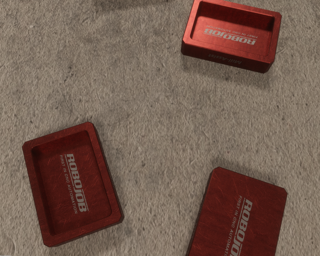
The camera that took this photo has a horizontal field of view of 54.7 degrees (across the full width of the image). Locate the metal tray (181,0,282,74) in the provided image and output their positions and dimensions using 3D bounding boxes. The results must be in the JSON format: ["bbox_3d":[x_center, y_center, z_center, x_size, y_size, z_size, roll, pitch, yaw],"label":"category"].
[{"bbox_3d":[0.105,-0.139,0.457,0.131,0.030,0.090,14,70,5],"label":"metal tray"}]

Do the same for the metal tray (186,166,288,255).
[{"bbox_3d":[0.088,0.121,0.362,0.090,0.030,0.130,18,71,6],"label":"metal tray"}]

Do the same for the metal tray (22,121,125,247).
[{"bbox_3d":[-0.106,0.066,0.379,0.091,0.030,0.130,-19,71,-7],"label":"metal tray"}]
